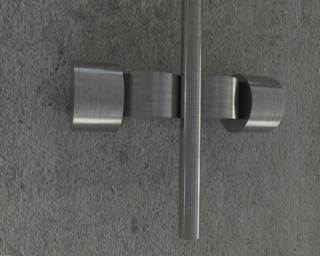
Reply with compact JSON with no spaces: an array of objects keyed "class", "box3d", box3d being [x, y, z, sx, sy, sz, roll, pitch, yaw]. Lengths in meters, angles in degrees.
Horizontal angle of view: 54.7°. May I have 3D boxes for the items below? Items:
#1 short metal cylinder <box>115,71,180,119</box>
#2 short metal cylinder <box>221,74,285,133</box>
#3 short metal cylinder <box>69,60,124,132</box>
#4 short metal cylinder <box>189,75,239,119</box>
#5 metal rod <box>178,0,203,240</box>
[{"class":"short metal cylinder","box3d":[-0.014,-0.037,0.376,0.081,0.080,0.050,1,90,-20]},{"class":"short metal cylinder","box3d":[0.123,-0.033,0.427,0.050,0.080,0.080,1,90,-20]},{"class":"short metal cylinder","box3d":[-0.075,-0.035,0.354,0.050,0.080,0.080,1,90,-20]},{"class":"short metal cylinder","box3d":[0.062,-0.037,0.403,0.081,0.080,0.050,1,90,-20]},{"class":"metal rod","box3d":[0.036,-0.024,0.358,0.025,0.025,0.298,1,90,-20]}]
